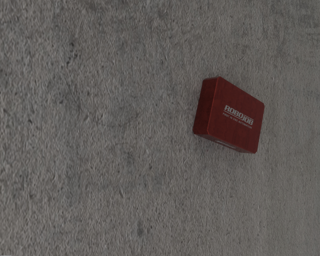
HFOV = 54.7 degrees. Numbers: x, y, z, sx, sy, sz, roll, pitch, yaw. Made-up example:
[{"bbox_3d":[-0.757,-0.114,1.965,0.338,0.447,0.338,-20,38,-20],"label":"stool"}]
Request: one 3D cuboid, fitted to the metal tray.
[{"bbox_3d":[0.114,-0.017,0.497,0.131,0.030,0.090,21,77,-38],"label":"metal tray"}]
